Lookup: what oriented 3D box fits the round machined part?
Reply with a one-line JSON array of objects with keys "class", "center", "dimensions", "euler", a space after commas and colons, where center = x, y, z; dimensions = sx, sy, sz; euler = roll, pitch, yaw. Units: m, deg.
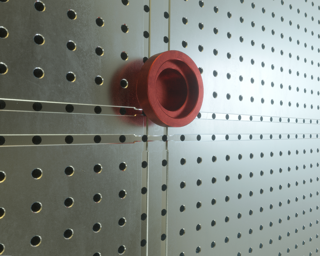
[{"class": "round machined part", "center": [0.009, -0.050, 0.408], "dimensions": [0.099, 0.042, 0.097], "euler": [0, 90, -40]}]
